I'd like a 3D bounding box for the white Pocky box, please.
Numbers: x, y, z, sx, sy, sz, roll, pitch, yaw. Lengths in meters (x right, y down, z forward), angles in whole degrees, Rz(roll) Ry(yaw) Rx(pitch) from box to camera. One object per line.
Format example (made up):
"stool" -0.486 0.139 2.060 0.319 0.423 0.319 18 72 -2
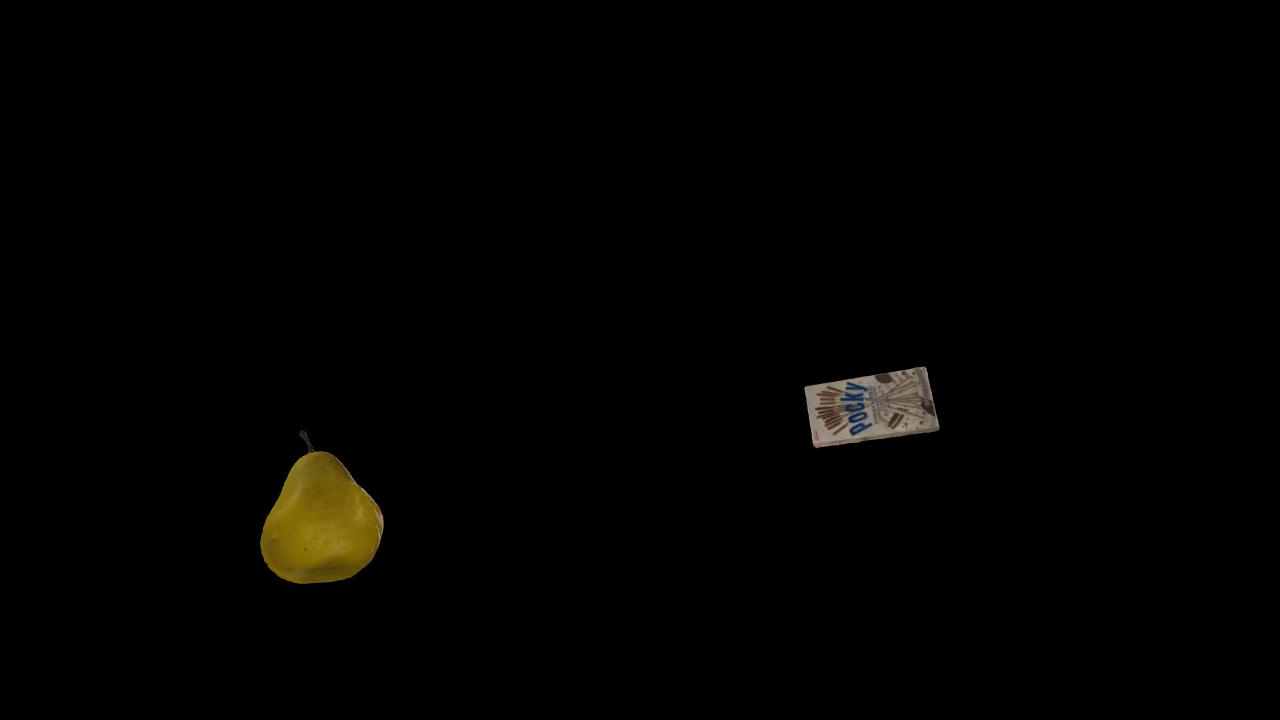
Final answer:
"white Pocky box" 0.298 0.062 0.801 0.154 0.084 0.028 -12 -24 21

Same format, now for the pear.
"pear" -0.235 0.107 0.460 0.080 0.111 0.080 -11 -30 -7
